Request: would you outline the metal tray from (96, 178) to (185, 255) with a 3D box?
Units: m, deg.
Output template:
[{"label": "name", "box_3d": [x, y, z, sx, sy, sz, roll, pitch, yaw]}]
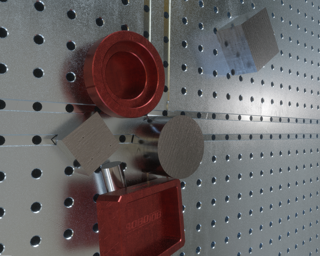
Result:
[{"label": "metal tray", "box_3d": [-0.016, 0.112, 0.363, 0.131, 0.030, 0.089, -1, 86, -59]}]

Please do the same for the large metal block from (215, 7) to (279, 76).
[{"label": "large metal block", "box_3d": [0.149, -0.144, 0.520, 0.080, 0.050, 0.080, -40, 115, -33]}]

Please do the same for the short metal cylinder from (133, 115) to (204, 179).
[{"label": "short metal cylinder", "box_3d": [0.012, 0.024, 0.405, 0.081, 0.050, 0.079, 0, 90, -40]}]

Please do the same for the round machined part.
[{"label": "round machined part", "box_3d": [-0.045, -0.060, 0.362, 0.099, 0.042, 0.097, 0, 90, -40]}]

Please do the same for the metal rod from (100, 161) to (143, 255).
[{"label": "metal rod", "box_3d": [-0.026, 0.186, 0.389, 0.025, 0.025, 0.298, -21, 103, -38]}]

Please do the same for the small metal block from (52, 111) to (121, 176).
[{"label": "small metal block", "box_3d": [-0.080, 0.017, 0.344, 0.050, 0.025, 0.050, -45, 118, -31]}]
